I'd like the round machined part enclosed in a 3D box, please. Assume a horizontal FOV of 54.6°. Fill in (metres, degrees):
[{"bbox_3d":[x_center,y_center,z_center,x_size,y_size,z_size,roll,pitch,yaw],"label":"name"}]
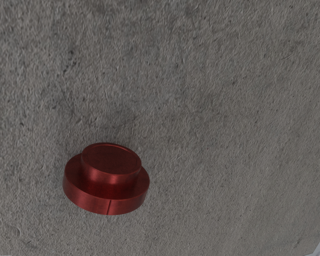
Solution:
[{"bbox_3d":[-0.059,0.051,0.358,0.099,0.098,0.042,2,117,-30],"label":"round machined part"}]
